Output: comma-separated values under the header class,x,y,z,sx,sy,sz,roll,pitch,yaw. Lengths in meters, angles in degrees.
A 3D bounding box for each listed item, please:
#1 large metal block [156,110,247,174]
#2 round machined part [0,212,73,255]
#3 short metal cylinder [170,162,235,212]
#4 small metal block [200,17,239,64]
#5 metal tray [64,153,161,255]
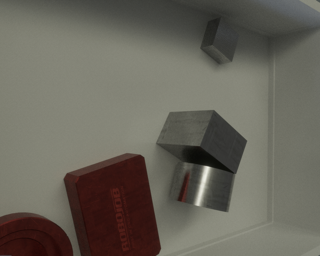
class,x,y,z,sx,sy,sz,roll,pitch,yaw
large metal block,0.057,0.019,0.421,0.080,0.080,0.050,37,67,-34
round machined part,-0.135,0.126,0.284,0.099,0.042,0.097,0,90,-40
short metal cylinder,0.058,0.080,0.422,0.080,0.080,0.050,22,76,-38
small metal block,0.095,-0.136,0.489,0.050,0.025,0.050,28,72,-37
metal tray,-0.051,0.103,0.362,0.091,0.030,0.129,-17,101,-39
